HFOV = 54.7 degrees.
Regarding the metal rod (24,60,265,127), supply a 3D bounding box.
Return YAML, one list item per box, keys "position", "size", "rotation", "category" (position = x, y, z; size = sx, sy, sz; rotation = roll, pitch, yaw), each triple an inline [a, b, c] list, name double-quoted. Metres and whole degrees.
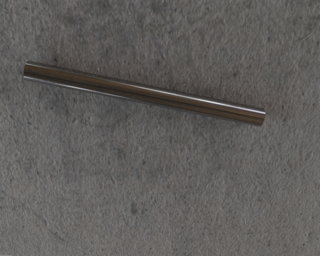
- position: [-0.015, -0.042, 0.393]
  size: [0.302, 0.025, 0.025]
  rotation: [11, 110, -5]
  category: "metal rod"
